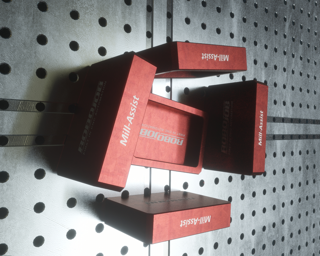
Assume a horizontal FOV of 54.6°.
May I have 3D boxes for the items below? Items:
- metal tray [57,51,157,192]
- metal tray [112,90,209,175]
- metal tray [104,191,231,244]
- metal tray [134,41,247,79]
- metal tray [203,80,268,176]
[{"bbox_3d":[-0.057,-0.007,0.318,0.030,0.090,0.130,23,75,-37],"label":"metal tray"},{"bbox_3d":[0.006,0.009,0.409,0.131,0.030,0.090,14,81,-39],"label":"metal tray"},{"bbox_3d":[0.011,0.102,0.376,0.131,0.090,0.030,5,87,-39],"label":"metal tray"},{"bbox_3d":[0.036,-0.083,0.395,0.131,0.090,0.030,-8,96,-39],"label":"metal tray"},{"bbox_3d":[0.108,0.000,0.456,0.030,0.090,0.129,6,86,-40],"label":"metal tray"}]
